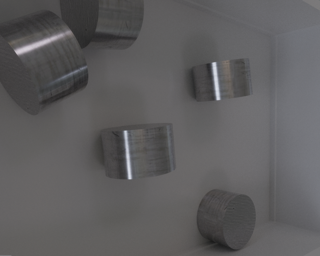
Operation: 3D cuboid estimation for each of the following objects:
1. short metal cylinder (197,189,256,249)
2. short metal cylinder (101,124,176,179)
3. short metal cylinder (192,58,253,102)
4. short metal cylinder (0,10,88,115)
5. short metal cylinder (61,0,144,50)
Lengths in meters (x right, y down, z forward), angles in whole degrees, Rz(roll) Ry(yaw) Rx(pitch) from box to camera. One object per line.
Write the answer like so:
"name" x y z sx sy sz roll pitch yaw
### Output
"short metal cylinder" 0.103 0.138 0.477 0.081 0.050 0.080 0 90 -40
"short metal cylinder" -0.024 0.023 0.351 0.081 0.080 0.050 -9 96 -40
"short metal cylinder" 0.089 -0.068 0.445 0.081 0.080 0.050 -14 99 -39
"short metal cylinder" -0.111 -0.058 0.278 0.050 0.080 0.080 -37 113 -34
"short metal cylinder" -0.061 -0.122 0.319 0.050 0.080 0.079 -11 97 -40
